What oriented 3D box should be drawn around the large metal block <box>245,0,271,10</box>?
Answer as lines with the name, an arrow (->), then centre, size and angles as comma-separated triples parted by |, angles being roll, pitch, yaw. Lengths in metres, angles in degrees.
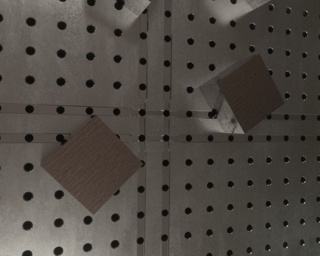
large metal block -> 0.165, -0.230, 0.446 | 0.050, 0.080, 0.080 | 42, 77, -16

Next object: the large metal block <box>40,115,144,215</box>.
large metal block -> -0.082, 0.041, 0.370 | 0.080, 0.050, 0.080 | -45, 105, -15

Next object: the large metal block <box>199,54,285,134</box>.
large metal block -> 0.117, -0.047, 0.444 | 0.080, 0.050, 0.080 | -35, 102, -17

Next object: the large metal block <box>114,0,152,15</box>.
large metal block -> -0.037, -0.204, 0.386 | 0.080, 0.050, 0.080 | 27, 81, -18
